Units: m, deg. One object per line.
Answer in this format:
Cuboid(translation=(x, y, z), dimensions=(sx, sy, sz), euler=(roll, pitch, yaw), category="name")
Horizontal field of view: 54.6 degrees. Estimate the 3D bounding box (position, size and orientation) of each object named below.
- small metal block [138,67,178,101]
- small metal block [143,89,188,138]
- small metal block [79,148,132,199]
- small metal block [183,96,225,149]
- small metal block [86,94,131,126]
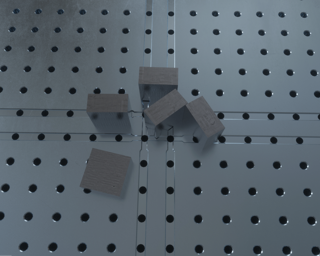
Cuboid(translation=(-0.002, -0.059, 0.420), dimensions=(0.050, 0.050, 0.025), euler=(2, 70, 1), category="small metal block")
Cuboid(translation=(0.007, -0.018, 0.405), dimensions=(0.050, 0.050, 0.025), euler=(-36, 74, -12), category="small metal block")
Cuboid(translation=(-0.066, 0.057, 0.391), dimensions=(0.050, 0.025, 0.050), euler=(13, 71, 5), category="small metal block")
Cuboid(translation=(0.055, -0.006, 0.401), dimensions=(0.025, 0.050, 0.050), euler=(-29, 73, -10), category="small metal block")
Cuboid(translation=(-0.065, -0.023, 0.407), dimensions=(0.050, 0.050, 0.025), euler=(0, 70, 0), category="small metal block")
